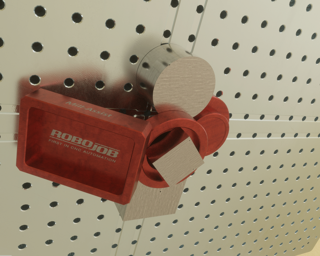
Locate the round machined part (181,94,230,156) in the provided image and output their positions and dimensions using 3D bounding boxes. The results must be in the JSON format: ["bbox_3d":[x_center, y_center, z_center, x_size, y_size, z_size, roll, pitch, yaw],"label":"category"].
[{"bbox_3d":[0.056,0.001,0.430,0.099,0.042,0.097,-14,124,-21],"label":"round machined part"}]

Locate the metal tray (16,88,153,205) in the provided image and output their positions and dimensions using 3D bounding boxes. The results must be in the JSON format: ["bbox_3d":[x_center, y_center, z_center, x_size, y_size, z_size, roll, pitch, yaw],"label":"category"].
[{"bbox_3d":[-0.082,0.020,0.329,0.131,0.030,0.089,17,114,4],"label":"metal tray"}]

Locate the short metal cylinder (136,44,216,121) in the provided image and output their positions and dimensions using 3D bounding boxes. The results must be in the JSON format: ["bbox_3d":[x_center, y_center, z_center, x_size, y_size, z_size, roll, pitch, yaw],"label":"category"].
[{"bbox_3d":[0.018,-0.054,0.371,0.081,0.050,0.079,-14,124,-21],"label":"short metal cylinder"}]

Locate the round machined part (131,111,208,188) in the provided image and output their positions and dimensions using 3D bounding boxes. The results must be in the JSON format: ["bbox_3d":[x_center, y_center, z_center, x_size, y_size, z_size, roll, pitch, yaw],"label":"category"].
[{"bbox_3d":[0.006,0.022,0.379,0.099,0.042,0.097,-14,124,-21],"label":"round machined part"}]

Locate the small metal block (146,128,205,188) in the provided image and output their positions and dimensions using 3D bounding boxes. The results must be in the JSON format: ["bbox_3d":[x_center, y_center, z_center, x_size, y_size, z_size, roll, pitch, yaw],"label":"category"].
[{"bbox_3d":[0.017,0.034,0.361,0.050,0.025,0.050,-36,129,-4],"label":"small metal block"}]

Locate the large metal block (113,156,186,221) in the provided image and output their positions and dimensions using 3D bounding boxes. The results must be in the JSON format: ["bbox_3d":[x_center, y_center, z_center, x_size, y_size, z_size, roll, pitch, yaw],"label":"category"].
[{"bbox_3d":[-0.015,0.077,0.431,0.081,0.050,0.079,1,118,-29],"label":"large metal block"}]
